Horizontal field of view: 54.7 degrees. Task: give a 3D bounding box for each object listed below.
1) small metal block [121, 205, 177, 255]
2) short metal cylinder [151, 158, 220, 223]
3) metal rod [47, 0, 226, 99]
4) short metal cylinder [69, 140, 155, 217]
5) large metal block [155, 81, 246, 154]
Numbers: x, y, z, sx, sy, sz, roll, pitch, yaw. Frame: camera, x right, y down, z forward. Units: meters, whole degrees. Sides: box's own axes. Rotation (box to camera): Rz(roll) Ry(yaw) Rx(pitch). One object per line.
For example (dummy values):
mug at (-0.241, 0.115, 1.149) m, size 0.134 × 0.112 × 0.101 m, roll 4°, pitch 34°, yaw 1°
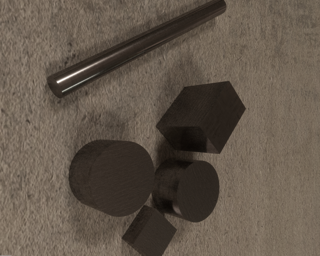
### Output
small metal block at (-0.012, 0.136, 0.397) m, size 0.050 × 0.025 × 0.050 m, roll 51°, pitch 60°, yaw -28°
short metal cylinder at (0.035, 0.082, 0.421) m, size 0.081 × 0.050 × 0.079 m, roll 0°, pitch 90°, yaw -40°
metal rod at (-0.007, -0.116, 0.400) m, size 0.302 × 0.025 × 0.025 m, roll -37°, pitch 113°, yaw -34°
short metal cylinder at (-0.053, 0.053, 0.346) m, size 0.081 × 0.050 × 0.079 m, roll 0°, pitch 90°, yaw -40°
large metal block at (0.055, -0.014, 0.417) m, size 0.050 × 0.080 × 0.080 m, roll 51°, pitch 60°, yaw -28°
